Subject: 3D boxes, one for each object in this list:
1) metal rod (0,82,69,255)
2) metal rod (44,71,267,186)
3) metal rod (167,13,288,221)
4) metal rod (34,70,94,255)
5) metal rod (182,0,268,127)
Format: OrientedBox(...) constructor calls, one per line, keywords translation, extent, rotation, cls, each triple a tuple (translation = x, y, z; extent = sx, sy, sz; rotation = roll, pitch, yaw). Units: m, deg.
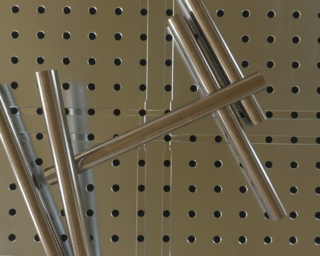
OrientedBox(translation=(-0.171, 0.082, 0.411), extent=(0.025, 0.025, 0.299), rotation=(-21, 90, 0), cls="metal rod")
OrientedBox(translation=(-0.010, 0.003, 0.397), extent=(0.301, 0.025, 0.025), rotation=(-24, 90, 6), cls="metal rod")
OrientedBox(translation=(0.090, -0.014, 0.414), extent=(0.025, 0.025, 0.299), rotation=(-28, 90, 0), cls="metal rod")
OrientedBox(translation=(-0.112, 0.079, 0.387), extent=(0.025, 0.025, 0.298), rotation=(-8, 100, 0), cls="metal rod")
OrientedBox(translation=(0.061, -0.139, 0.414), extent=(0.025, 0.025, 0.299), rotation=(-29, 90, 0), cls="metal rod")
